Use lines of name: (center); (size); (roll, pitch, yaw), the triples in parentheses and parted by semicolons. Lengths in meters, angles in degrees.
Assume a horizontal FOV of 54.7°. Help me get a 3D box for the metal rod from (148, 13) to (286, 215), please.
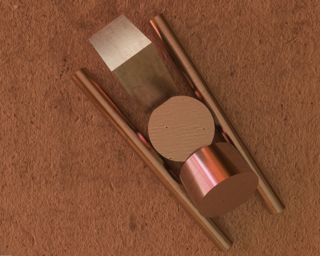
metal rod: (0.076, -0.018, 0.411); (0.025, 0.025, 0.299); (-33, 90, 0)

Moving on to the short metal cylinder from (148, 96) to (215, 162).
short metal cylinder: (0.026, 0.001, 0.399); (0.081, 0.050, 0.080); (0, 90, 0)

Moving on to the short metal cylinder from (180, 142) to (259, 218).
short metal cylinder: (0.071, 0.064, 0.378); (0.080, 0.080, 0.050); (-31, 48, 0)

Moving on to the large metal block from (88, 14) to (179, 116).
large metal block: (-0.031, -0.074, 0.368); (0.050, 0.080, 0.080); (-36, 49, 0)

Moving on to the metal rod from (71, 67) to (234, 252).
metal rod: (-0.009, 0.041, 0.410); (0.025, 0.025, 0.300); (-41, 90, 0)
